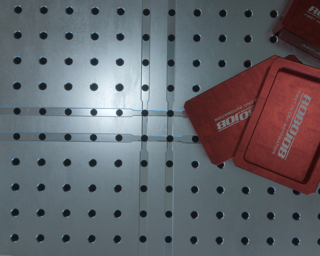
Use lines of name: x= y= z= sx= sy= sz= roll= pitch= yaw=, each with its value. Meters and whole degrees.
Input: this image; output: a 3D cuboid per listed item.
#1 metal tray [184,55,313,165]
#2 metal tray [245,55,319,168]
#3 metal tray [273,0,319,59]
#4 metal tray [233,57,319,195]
metal tray: x=0.107 y=-0.020 z=0.390 sx=0.130 sy=0.030 sz=0.090 roll=-27 pitch=82 yaw=14
metal tray: x=0.180 y=-0.019 z=0.411 sx=0.090 sy=0.030 sz=0.130 roll=-42 pitch=90 yaw=0
metal tray: x=0.231 y=-0.139 z=0.412 sx=0.130 sy=0.030 sz=0.090 roll=28 pitch=90 yaw=0
metal tray: x=0.147 y=-0.003 z=0.346 sx=0.090 sy=0.030 sz=0.129 roll=22 pitch=95 yaw=15
